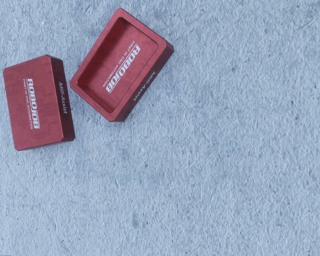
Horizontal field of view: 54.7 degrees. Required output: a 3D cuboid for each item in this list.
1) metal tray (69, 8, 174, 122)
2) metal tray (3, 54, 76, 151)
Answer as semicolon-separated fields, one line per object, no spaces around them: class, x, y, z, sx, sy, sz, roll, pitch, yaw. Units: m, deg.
metal tray;-0.054;-0.083;0.425;0.090;0.030;0.130;40;102;15
metal tray;-0.185;-0.036;0.472;0.090;0.030;0.129;-12;86;19
